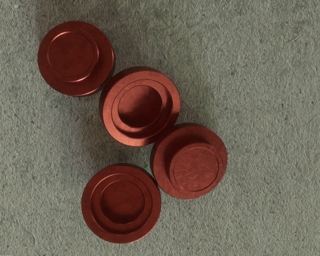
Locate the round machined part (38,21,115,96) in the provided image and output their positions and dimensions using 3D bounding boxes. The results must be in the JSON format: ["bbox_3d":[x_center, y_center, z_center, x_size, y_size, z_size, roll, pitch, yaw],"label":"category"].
[{"bbox_3d":[-0.109,-0.090,0.400,0.099,0.042,0.097,0,90,0],"label":"round machined part"}]

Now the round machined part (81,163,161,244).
[{"bbox_3d":[-0.048,0.094,0.401,0.099,0.042,0.097,0,90,0],"label":"round machined part"}]

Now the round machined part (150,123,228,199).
[{"bbox_3d":[0.039,0.045,0.388,0.099,0.042,0.097,-3,104,-12],"label":"round machined part"}]

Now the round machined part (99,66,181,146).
[{"bbox_3d":[-0.028,-0.030,0.387,0.099,0.042,0.097,-10,117,-19],"label":"round machined part"}]
